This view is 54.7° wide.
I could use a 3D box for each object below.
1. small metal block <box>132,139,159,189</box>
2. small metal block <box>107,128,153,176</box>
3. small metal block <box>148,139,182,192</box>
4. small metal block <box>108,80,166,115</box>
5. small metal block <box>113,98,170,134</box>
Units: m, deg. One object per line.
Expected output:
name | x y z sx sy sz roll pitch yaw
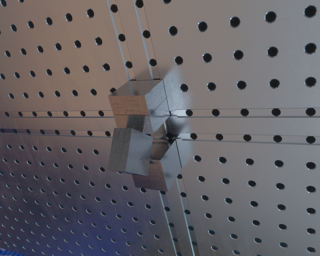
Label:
small metal block | -0.017 0.049 0.433 0.025 0.050 0.050 1 119 27
small metal block | -0.035 0.030 0.377 0.025 0.050 0.050 1 77 28
small metal block | 0.005 0.050 0.420 0.025 0.050 0.050 1 119 27
small metal block | -0.027 -0.038 0.383 0.050 0.050 0.025 2 119 27
small metal block | -0.022 -0.016 0.394 0.050 0.050 0.025 2 119 27
